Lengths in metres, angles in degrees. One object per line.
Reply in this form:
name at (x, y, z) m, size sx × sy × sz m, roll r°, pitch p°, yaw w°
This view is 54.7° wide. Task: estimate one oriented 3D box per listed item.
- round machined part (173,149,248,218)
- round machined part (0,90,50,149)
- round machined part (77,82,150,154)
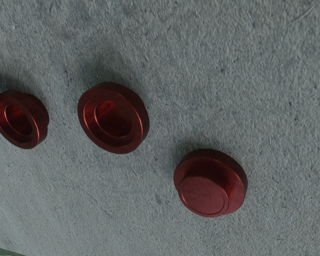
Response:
round machined part at (0.063, 0.079, 0.412) m, size 0.098 × 0.042 × 0.097 m, roll 13°, pitch 124°, yaw 21°
round machined part at (-0.221, -0.017, 0.502) m, size 0.098 × 0.042 × 0.097 m, roll 13°, pitch 124°, yaw 21°
round machined part at (-0.058, -0.017, 0.416) m, size 0.098 × 0.042 × 0.097 m, roll 13°, pitch 124°, yaw 21°
